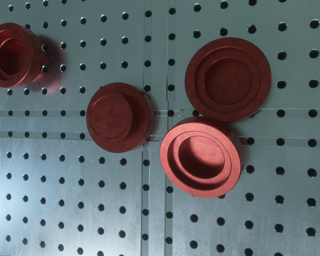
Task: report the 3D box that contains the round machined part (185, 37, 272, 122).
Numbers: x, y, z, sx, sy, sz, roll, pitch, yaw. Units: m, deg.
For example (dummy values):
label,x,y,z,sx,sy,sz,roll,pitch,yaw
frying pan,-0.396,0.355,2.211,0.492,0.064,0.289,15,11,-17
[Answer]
label,x,y,z,sx,sy,sz,roll,pitch,yaw
round machined part,0.083,-0.055,0.374,0.098,0.042,0.097,0,90,20

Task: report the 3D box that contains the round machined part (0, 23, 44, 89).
label,x,y,z,sx,sy,sz,roll,pitch,yaw
round machined part,-0.223,-0.109,0.483,0.098,0.042,0.097,0,90,20

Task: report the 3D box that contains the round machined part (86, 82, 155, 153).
label,x,y,z,sx,sy,sz,roll,pitch,yaw
round machined part,-0.060,-0.014,0.425,0.098,0.042,0.097,0,90,20

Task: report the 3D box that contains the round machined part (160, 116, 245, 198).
label,x,y,z,sx,sy,sz,roll,pitch,yaw
round machined part,0.053,0.031,0.374,0.098,0.042,0.097,10,115,22
